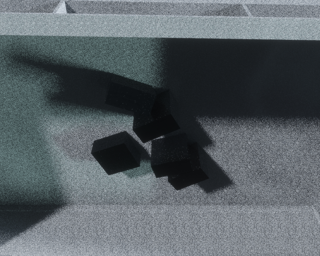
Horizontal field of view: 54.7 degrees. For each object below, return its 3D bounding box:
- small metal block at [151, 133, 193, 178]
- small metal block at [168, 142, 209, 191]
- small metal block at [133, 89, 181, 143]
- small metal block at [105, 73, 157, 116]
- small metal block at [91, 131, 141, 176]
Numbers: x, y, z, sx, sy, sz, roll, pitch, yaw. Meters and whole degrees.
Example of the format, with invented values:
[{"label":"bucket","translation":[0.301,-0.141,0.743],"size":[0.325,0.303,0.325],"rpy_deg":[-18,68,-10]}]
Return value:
[{"label":"small metal block","translation":[0.016,0.037,0.425],"size":[0.050,0.050,0.025],"rpy_deg":[-12,129,10]},{"label":"small metal block","translation":[0.039,0.054,0.440],"size":[0.050,0.050,0.025],"rpy_deg":[-25,126,19]},{"label":"small metal block","translation":[-0.004,-0.015,0.380],"size":[0.050,0.050,0.025],"rpy_deg":[-22,127,17]},{"label":"small metal block","translation":[-0.034,-0.039,0.355],"size":[0.050,0.050,0.025],"rpy_deg":[16,107,-14]},{"label":"small metal block","translation":[-0.061,0.036,0.439],"size":[0.050,0.025,0.050],"rpy_deg":[-18,128,14]}]
